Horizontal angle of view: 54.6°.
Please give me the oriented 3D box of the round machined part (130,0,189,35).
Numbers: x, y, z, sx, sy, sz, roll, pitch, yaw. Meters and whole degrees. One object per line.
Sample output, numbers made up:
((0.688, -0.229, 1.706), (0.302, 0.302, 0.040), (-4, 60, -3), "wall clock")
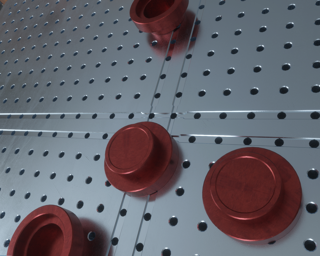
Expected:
((0.002, -0.195, 0.517), (0.098, 0.042, 0.098), (-13, 56, 21), "round machined part")

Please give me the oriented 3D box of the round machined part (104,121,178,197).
((-0.030, 0.034, 0.394), (0.098, 0.042, 0.098), (-13, 56, 21), "round machined part")

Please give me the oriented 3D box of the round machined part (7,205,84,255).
((-0.133, 0.147, 0.378), (0.098, 0.042, 0.098), (-13, 56, 21), "round machined part")

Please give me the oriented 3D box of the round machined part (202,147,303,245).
((0.089, 0.063, 0.312), (0.098, 0.042, 0.098), (-13, 56, 21), "round machined part")
